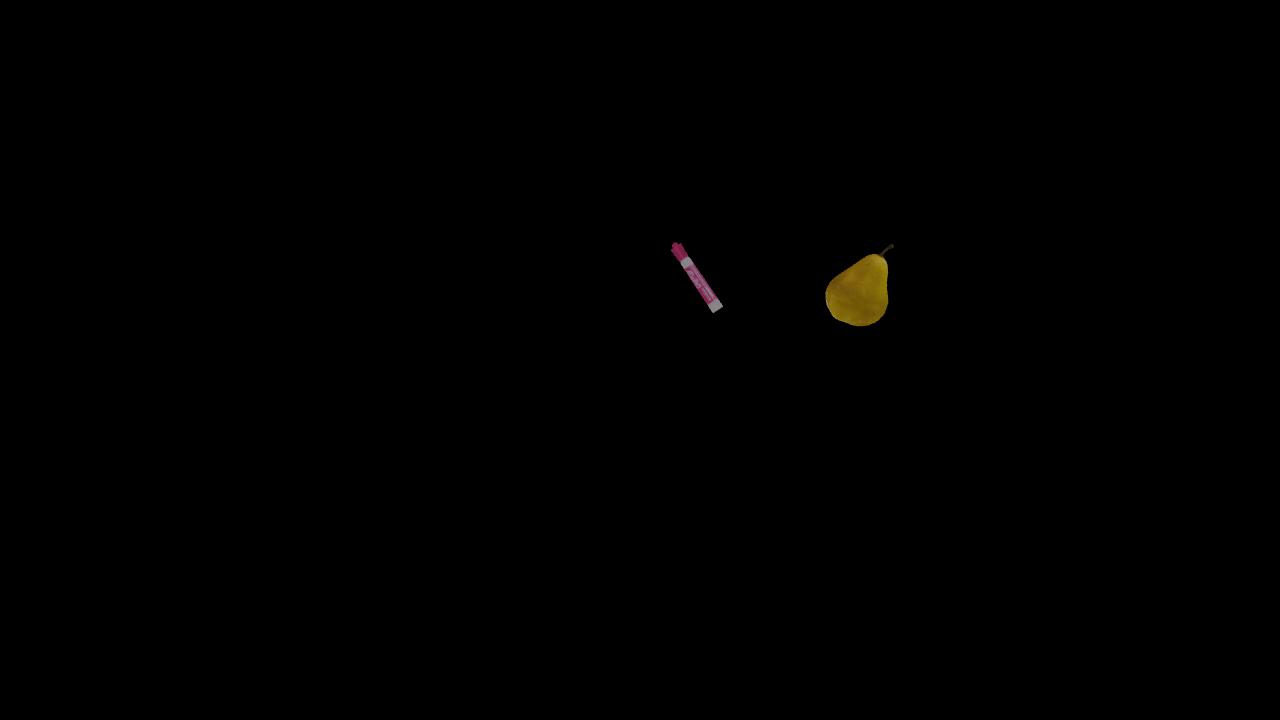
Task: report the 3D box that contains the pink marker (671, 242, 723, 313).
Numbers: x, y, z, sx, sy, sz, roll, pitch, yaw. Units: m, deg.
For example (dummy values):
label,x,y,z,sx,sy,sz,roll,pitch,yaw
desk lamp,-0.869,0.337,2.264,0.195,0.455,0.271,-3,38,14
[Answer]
label,x,y,z,sx,sy,sz,roll,pitch,yaw
pink marker,0.084,-0.126,0.929,0.020,0.121,0.020,-34,0,0

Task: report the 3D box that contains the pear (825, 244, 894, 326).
label,x,y,z,sx,sy,sz,roll,pitch,yaw
pear,0.289,-0.101,0.800,0.080,0.111,0.080,9,25,-4
